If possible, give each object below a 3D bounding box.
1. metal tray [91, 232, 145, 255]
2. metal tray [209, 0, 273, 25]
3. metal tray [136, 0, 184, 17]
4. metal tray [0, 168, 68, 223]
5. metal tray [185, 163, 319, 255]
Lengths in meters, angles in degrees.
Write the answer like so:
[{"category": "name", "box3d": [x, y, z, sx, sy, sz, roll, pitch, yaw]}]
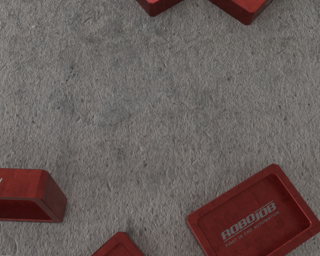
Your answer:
[{"category": "metal tray", "box3d": [-0.062, 0.190, 0.335, 0.130, 0.030, 0.090, -40, 75, -14]}, {"category": "metal tray", "box3d": [0.145, -0.234, 0.492, 0.090, 0.030, 0.130, 40, 75, 13]}, {"category": "metal tray", "box3d": [-0.014, -0.250, 0.497, 0.090, 0.030, 0.130, -33, 74, -12]}, {"category": "metal tray", "box3d": [-0.180, 0.076, 0.342, 0.131, 0.090, 0.030, 2, 57, 0]}, {"category": "metal tray", "box3d": [0.107, 0.112, 0.364, 0.131, 0.030, 0.090, -29, 73, -10]}]
